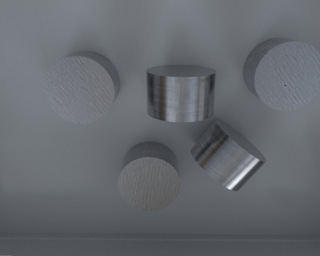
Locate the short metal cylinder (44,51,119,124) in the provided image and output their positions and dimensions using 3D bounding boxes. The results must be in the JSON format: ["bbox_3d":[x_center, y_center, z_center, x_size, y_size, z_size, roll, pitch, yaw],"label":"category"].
[{"bbox_3d":[-0.092,-0.051,0.378,0.081,0.050,0.079,0,110,0],"label":"short metal cylinder"}]

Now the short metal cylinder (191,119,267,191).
[{"bbox_3d":[0.087,0.034,0.395,0.080,0.080,0.050,35,107,-12],"label":"short metal cylinder"}]

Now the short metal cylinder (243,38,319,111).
[{"bbox_3d":[0.147,-0.066,0.375,0.081,0.050,0.079,0,110,0],"label":"short metal cylinder"}]

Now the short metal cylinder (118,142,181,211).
[{"bbox_3d":[-0.014,0.065,0.422,0.081,0.050,0.079,0,110,0],"label":"short metal cylinder"}]

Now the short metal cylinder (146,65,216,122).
[{"bbox_3d":[0.024,-0.043,0.366,0.081,0.080,0.050,0,110,0],"label":"short metal cylinder"}]
